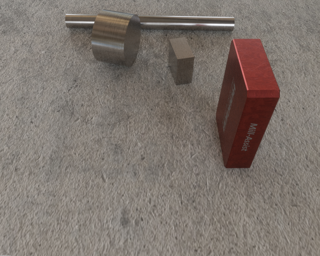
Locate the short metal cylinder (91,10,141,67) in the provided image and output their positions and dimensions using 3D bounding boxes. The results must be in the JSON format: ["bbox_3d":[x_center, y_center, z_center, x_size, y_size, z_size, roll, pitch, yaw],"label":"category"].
[{"bbox_3d":[-0.066,-0.140,0.484,0.050,0.080,0.080,12,51,10],"label":"short metal cylinder"}]

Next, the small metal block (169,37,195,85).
[{"bbox_3d":[0.031,-0.102,0.473,0.025,0.050,0.050,-9,51,-8],"label":"small metal block"}]

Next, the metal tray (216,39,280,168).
[{"bbox_3d":[0.094,-0.024,0.357,0.030,0.129,0.090,0,50,-1],"label":"metal tray"}]

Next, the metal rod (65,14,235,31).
[{"bbox_3d":[-0.018,-0.192,0.564,0.302,0.025,0.025,1,50,0],"label":"metal rod"}]
